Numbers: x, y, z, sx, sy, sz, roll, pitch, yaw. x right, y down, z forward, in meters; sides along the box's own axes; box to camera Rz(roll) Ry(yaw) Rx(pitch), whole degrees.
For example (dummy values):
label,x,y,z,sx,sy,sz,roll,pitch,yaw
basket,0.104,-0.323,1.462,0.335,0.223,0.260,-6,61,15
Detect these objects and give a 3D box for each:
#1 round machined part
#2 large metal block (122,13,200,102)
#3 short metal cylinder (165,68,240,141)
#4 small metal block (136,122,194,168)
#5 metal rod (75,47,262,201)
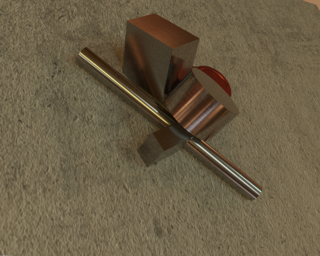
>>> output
label,x,y,z,sx,sy,sz,roll,pitch,yaw
round machined part,0.067,-0.054,0.465,0.099,0.042,0.098,14,56,-21
large metal block,-0.002,-0.095,0.415,0.080,0.079,0.050,38,48,26
short metal cylinder,0.053,-0.030,0.390,0.080,0.050,0.080,36,24,-19
small metal block,0.006,0.020,0.383,0.050,0.050,0.025,-23,74,-37
metal rod,0.014,-0.004,0.417,0.300,0.025,0.025,39,51,-3
